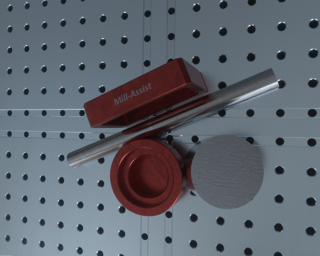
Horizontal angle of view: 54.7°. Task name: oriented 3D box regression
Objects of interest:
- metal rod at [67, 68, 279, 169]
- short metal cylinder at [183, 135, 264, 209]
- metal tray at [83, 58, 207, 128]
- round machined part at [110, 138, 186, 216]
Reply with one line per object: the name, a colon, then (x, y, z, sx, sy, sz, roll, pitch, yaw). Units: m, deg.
metal rod: (0.003, -0.006, 0.411, 0.300, 0.025, 0.025, -22, 83, 18)
short metal cylinder: (0.071, 0.049, 0.358, 0.081, 0.050, 0.080, 0, 85, -5)
metal tray: (-0.015, -0.037, 0.383, 0.130, 0.090, 0.030, -23, 83, 18)
round machined part: (-0.012, 0.062, 0.408, 0.098, 0.042, 0.097, 0, 90, 20)
